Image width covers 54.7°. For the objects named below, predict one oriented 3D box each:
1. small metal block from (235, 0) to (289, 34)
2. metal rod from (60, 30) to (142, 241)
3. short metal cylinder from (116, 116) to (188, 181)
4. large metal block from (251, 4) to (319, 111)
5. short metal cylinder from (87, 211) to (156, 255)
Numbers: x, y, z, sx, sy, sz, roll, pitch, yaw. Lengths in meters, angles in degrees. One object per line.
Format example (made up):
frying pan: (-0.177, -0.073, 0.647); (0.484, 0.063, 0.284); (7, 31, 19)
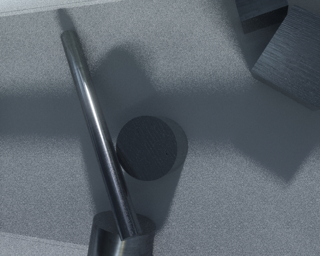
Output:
small metal block: (0.117, -0.135, 0.356); (0.050, 0.050, 0.025); (-15, 85, 19)
metal rod: (-0.083, -0.007, 0.401); (0.025, 0.025, 0.299); (-29, 67, 17)
short metal cylinder: (-0.009, 0.025, 0.400); (0.080, 0.050, 0.079); (0, 90, 19)
large metal block: (0.159, -0.074, 0.341); (0.080, 0.050, 0.080); (34, 101, 16)
short metal cylinder: (-0.049, 0.145, 0.398); (0.080, 0.080, 0.050); (11, 94, 19)
